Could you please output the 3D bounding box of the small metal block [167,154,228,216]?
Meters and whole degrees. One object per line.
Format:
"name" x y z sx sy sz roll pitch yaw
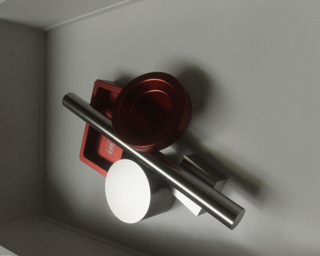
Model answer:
"small metal block" 0.044 0.066 0.367 0.050 0.025 0.050 39 113 33

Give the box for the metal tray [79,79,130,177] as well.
"metal tray" -0.069 0.002 0.455 0.090 0.030 0.129 23 105 37

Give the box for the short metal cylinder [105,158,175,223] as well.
"short metal cylinder" -0.026 0.079 0.407 0.080 0.050 0.079 0 90 39

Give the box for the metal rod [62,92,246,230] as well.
"metal rod" -0.029 0.025 0.389 0.300 0.025 0.025 32 110 32

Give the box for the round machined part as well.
"round machined part" -0.007 -0.016 0.381 0.098 0.042 0.098 -10 65 22
